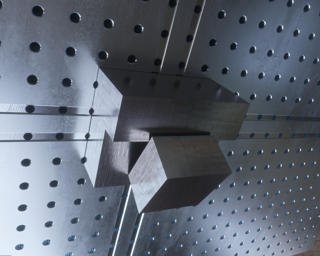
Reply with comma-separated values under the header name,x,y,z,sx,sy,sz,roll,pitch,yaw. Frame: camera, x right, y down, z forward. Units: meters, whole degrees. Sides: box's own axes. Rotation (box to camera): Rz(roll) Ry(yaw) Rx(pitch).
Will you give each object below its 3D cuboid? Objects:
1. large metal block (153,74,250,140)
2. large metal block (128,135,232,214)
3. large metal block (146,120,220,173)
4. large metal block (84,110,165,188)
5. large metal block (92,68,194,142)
name,x,y,z,sx,sy,sz,roll,pitch,yaw
large metal block,0.048,-0.026,0.386,0.081,0.080,0.050,1,118,-29
large metal block,0.020,0.053,0.353,0.081,0.050,0.079,0,142,-29
large metal block,0.028,0.025,0.425,0.081,0.050,0.079,1,118,-29
large metal block,-0.043,0.024,0.385,0.081,0.050,0.079,1,118,-29
large metal block,-0.022,-0.027,0.347,0.081,0.080,0.050,1,118,-29
